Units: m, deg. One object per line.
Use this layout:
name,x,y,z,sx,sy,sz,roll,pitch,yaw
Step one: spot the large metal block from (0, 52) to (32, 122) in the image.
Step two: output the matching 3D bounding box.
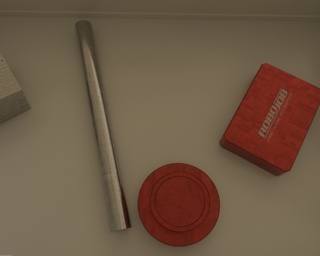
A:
large metal block,-0.231,-0.050,0.406,0.081,0.050,0.080,-29,73,-20

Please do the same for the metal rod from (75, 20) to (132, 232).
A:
metal rod,-0.080,-0.016,0.414,0.025,0.025,0.299,-12,71,-5

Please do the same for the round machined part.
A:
round machined part,0.022,0.089,0.368,0.099,0.042,0.098,0,70,-1

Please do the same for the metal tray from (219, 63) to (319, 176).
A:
metal tray,0.149,-0.013,0.414,0.090,0.030,0.130,29,72,9
